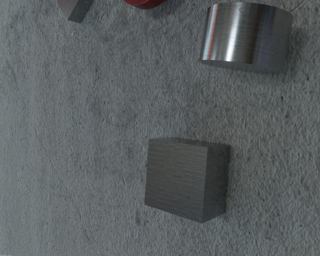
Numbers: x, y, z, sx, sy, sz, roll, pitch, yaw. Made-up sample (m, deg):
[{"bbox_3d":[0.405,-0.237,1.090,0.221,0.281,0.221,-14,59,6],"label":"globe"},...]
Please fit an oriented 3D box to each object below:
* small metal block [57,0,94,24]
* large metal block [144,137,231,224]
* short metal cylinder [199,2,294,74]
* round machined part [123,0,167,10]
[{"bbox_3d":[-0.143,-0.214,0.520,0.050,0.025,0.050,-47,62,29],"label":"small metal block"},{"bbox_3d":[0.031,0.055,0.362,0.080,0.050,0.079,7,94,39],"label":"large metal block"},{"bbox_3d":[0.082,-0.084,0.301,0.080,0.081,0.050,15,99,39],"label":"short metal cylinder"},{"bbox_3d":[-0.009,-0.203,0.400,0.098,0.042,0.097,0,90,39],"label":"round machined part"}]
